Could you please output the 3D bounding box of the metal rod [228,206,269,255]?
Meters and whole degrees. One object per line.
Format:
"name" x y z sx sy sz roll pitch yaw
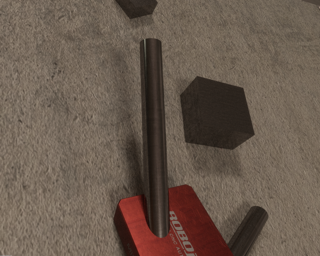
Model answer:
"metal rod" 0.043 0.173 0.300 0.025 0.025 0.302 49 44 6

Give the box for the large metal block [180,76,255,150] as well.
"large metal block" 0.080 -0.020 0.445 0.081 0.050 0.080 10 58 -23

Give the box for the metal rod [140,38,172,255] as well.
"metal rod" -0.004 0.049 0.321 0.025 0.025 0.299 4 76 -27

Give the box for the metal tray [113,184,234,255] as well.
"metal tray" 0.018 0.122 0.306 0.091 0.030 0.130 -7 45 -28

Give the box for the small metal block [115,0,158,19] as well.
"small metal block" -0.041 -0.212 0.513 0.050 0.025 0.050 -30 79 -38
